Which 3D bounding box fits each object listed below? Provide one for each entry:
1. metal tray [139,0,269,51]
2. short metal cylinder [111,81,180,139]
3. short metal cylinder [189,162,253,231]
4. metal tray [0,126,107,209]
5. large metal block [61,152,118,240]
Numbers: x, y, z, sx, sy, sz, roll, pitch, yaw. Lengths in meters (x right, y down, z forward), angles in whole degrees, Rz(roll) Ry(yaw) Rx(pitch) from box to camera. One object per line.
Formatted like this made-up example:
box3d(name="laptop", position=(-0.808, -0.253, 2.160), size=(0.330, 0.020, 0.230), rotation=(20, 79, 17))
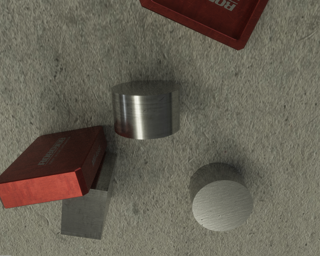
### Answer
box3d(name="metal tray", position=(0.053, -0.155, 0.350), size=(0.131, 0.030, 0.089), rotation=(22, 109, -8))
box3d(name="short metal cylinder", position=(-0.016, -0.024, 0.371), size=(0.081, 0.080, 0.050), rotation=(-1, 110, 0))
box3d(name="short metal cylinder", position=(0.083, 0.095, 0.432), size=(0.081, 0.050, 0.079), rotation=(0, 110, 0))
box3d(name="metal tray", position=(-0.119, 0.039, 0.367), size=(0.090, 0.130, 0.030), rotation=(-10, 110, 3))
box3d(name="large metal block", position=(-0.091, 0.084, 0.405), size=(0.050, 0.080, 0.079), rotation=(10, 118, -4))
